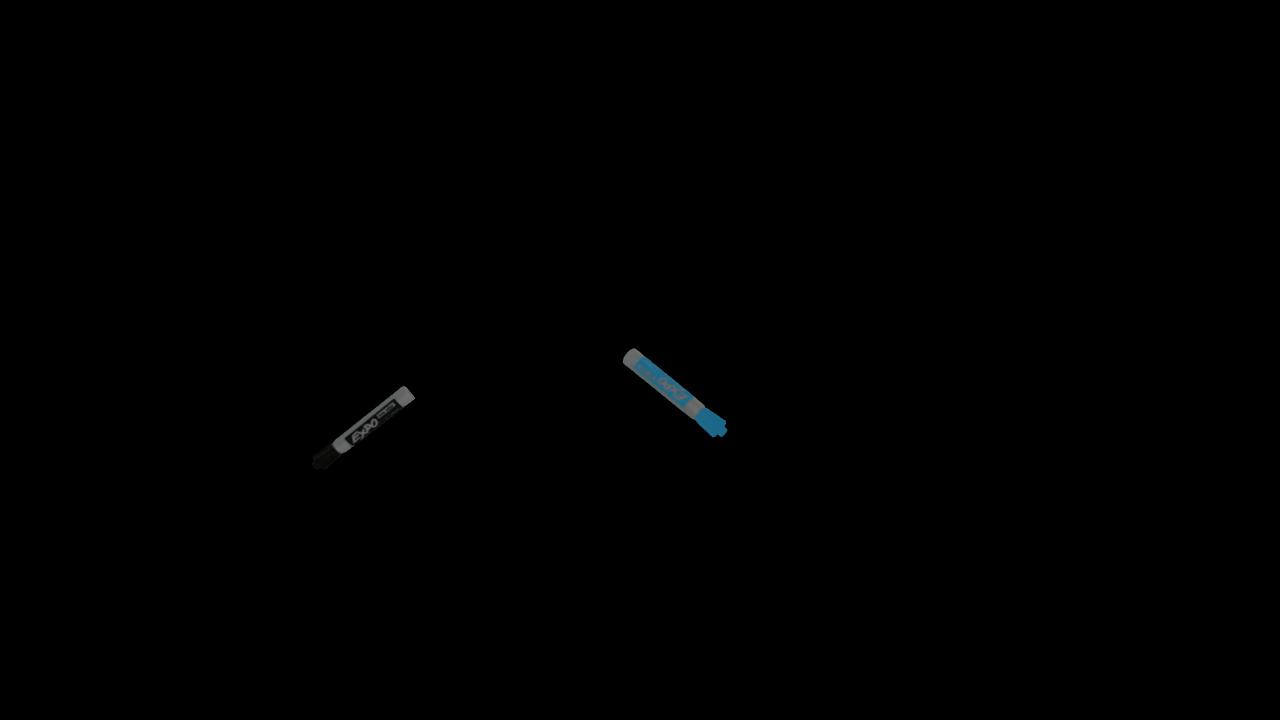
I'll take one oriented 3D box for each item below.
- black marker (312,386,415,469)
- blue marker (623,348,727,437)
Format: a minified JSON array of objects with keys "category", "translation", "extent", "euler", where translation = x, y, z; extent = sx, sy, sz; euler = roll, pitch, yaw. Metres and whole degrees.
[{"category":"black marker","translation":[-0.295,0.073,0.654],"extent":[0.121,0.020,0.020],"euler":[-40,9,-11]},{"category":"blue marker","translation":[0.032,0.031,0.570],"extent":[0.121,0.020,0.020],"euler":[39,19,25]}]
